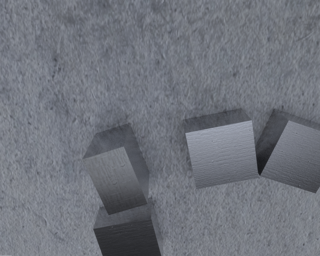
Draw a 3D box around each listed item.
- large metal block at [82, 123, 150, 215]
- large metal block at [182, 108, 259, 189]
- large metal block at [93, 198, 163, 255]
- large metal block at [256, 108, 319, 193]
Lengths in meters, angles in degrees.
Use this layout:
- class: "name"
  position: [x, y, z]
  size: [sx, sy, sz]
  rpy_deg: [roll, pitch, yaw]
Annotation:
- class: "large metal block"
  position: [-0.052, 0.049, 0.398]
  size: [0.050, 0.080, 0.080]
  rpy_deg: [-18, 109, 6]
- class: "large metal block"
  position: [0.078, 0.026, 0.407]
  size: [0.080, 0.050, 0.079]
  rpy_deg: [-11, 110, 3]
- class: "large metal block"
  position: [-0.043, 0.157, 0.454]
  size: [0.080, 0.050, 0.079]
  rpy_deg: [-11, 110, 4]
- class: "large metal block"
  position: [0.178, 0.030, 0.410]
  size: [0.080, 0.050, 0.079]
  rpy_deg: [18, 109, -7]
